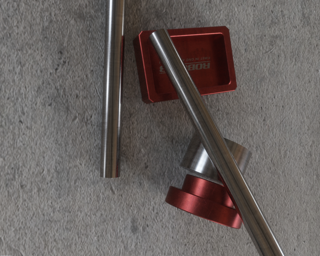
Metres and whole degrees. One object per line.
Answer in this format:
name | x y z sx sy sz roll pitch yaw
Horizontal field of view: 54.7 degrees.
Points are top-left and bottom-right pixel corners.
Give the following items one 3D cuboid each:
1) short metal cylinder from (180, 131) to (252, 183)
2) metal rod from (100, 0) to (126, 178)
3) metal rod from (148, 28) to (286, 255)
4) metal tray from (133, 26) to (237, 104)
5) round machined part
short metal cylinder | 0.073 0.043 0.407 0.080 0.080 0.050 26 81 -18
metal rod | -0.057 -0.089 0.387 0.025 0.025 0.298 2 89 -20
metal rod | 0.063 0.019 0.357 0.025 0.025 0.299 -24 82 -19
metal tray | 0.036 -0.086 0.419 0.131 0.030 0.089 -10 94 -20
round machined part | 0.060 0.089 0.393 0.099 0.098 0.042 22 81 -19
